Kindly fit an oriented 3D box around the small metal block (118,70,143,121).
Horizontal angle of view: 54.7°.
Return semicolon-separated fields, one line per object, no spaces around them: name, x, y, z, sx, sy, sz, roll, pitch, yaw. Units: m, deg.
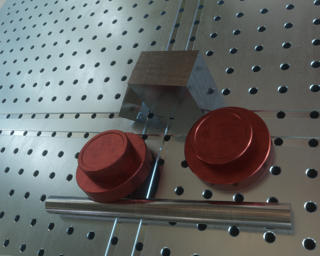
small metal block;-0.037;-0.044;0.436;0.025;0.050;0.050;17;65;-8

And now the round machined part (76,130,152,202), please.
round machined part;-0.063;0.040;0.390;0.098;0.042;0.098;-15;40;14

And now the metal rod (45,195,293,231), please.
metal rod;-0.011;0.094;0.356;0.300;0.025;0.025;-4;60;26

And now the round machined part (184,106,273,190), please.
round machined part;0.073;0.017;0.349;0.098;0.042;0.098;-13;56;21

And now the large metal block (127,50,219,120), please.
large metal block;0.019;-0.053;0.395;0.080;0.080;0.050;7;66;31
